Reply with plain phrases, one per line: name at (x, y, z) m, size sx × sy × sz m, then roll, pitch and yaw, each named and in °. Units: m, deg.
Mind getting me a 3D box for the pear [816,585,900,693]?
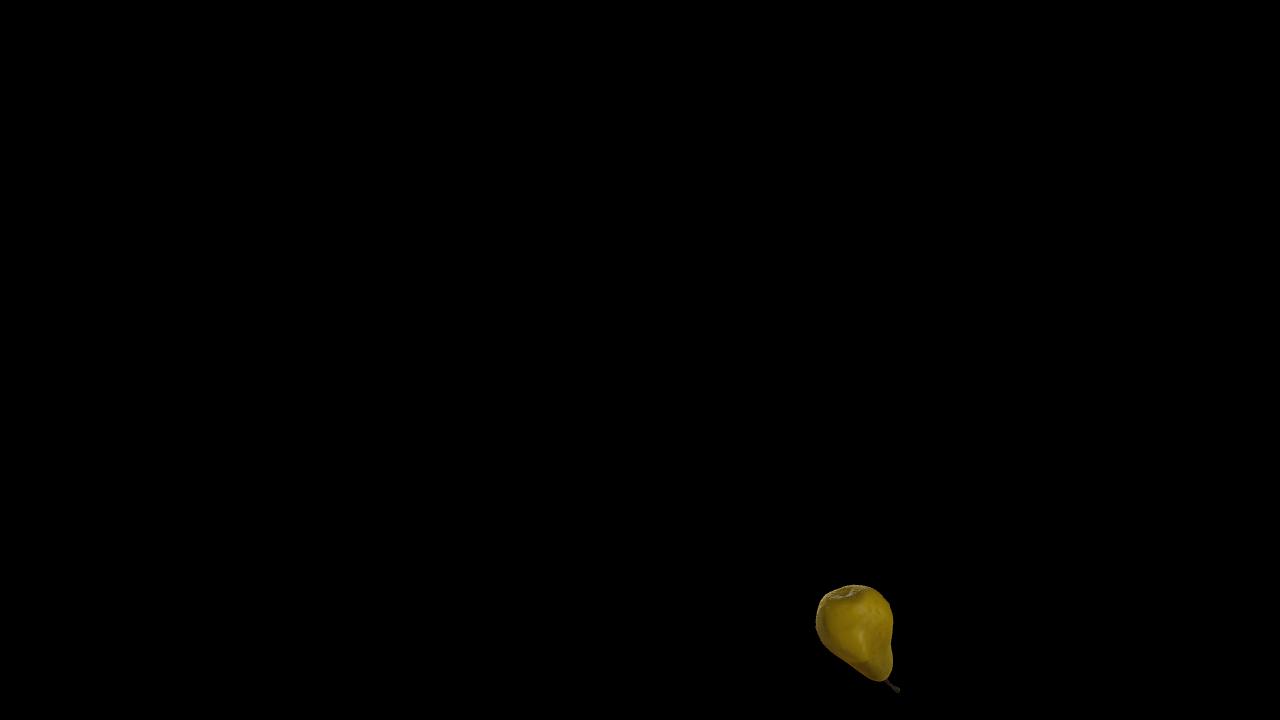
pear at (0.231, 0.296, 0.642) m, size 0.080 × 0.111 × 0.080 m, roll -17°, pitch -6°, yaw -2°
